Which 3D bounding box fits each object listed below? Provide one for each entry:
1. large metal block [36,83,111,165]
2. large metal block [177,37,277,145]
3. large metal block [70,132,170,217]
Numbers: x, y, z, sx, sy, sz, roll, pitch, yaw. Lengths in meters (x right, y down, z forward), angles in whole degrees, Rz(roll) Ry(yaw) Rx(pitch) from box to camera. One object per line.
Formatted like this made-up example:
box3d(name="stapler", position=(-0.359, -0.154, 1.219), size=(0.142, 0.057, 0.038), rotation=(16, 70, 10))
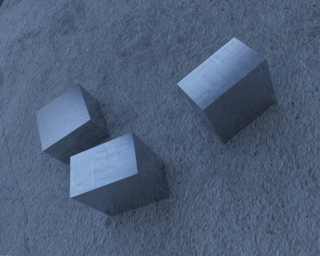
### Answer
box3d(name="large metal block", position=(-0.130, -0.006, 0.460), size=(0.080, 0.050, 0.080), rotation=(-33, 52, 7))
box3d(name="large metal block", position=(0.078, -0.039, 0.352), size=(0.080, 0.080, 0.050), rotation=(-39, 51, 2))
box3d(name="large metal block", position=(-0.045, 0.057, 0.357), size=(0.080, 0.080, 0.050), rotation=(-22, 54, 15))
